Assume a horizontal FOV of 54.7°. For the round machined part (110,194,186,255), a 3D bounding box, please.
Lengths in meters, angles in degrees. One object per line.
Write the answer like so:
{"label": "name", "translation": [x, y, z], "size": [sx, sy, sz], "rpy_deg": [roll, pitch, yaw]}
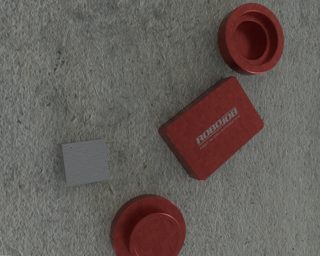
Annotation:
{"label": "round machined part", "translation": [-0.011, 0.138, 0.397], "size": [0.099, 0.042, 0.097], "rpy_deg": [0, 90, -21]}

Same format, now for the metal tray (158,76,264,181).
{"label": "metal tray", "translation": [0.074, -0.001, 0.435], "size": [0.131, 0.030, 0.090], "rpy_deg": [-38, 103, -16]}

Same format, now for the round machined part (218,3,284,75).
{"label": "round machined part", "translation": [0.126, -0.125, 0.448], "size": [0.099, 0.042, 0.097], "rpy_deg": [0, 90, -21]}

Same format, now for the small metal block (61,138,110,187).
{"label": "small metal block", "translation": [-0.091, 0.040, 0.376], "size": [0.050, 0.025, 0.050], "rpy_deg": [-7, 93, -20]}
